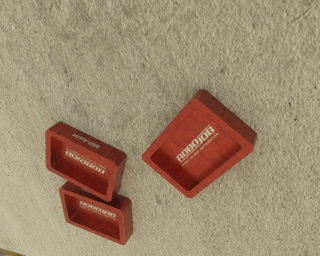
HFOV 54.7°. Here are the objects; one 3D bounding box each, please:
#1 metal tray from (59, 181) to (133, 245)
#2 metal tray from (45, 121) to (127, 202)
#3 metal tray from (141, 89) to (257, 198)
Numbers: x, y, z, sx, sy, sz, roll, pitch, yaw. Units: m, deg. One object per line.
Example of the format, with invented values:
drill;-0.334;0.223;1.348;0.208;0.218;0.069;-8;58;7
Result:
metal tray;-0.114;0.150;0.556;0.130;0.030;0.089;14;124;20
metal tray;-0.123;0.055;0.502;0.130;0.030;0.089;25;127;13
metal tray;0.045;0.025;0.395;0.090;0.030;0.129;41;129;0
